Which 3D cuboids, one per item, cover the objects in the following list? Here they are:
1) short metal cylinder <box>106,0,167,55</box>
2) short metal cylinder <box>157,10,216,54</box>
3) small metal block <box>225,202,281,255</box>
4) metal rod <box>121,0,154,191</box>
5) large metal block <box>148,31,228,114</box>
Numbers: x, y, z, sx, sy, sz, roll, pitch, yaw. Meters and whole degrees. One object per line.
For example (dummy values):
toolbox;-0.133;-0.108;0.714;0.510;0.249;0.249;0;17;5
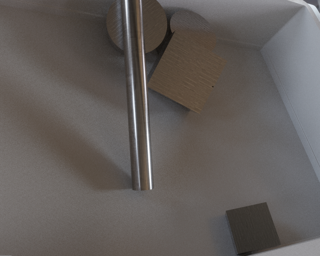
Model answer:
short metal cylinder;-0.034;-0.142;0.434;0.081;0.050;0.079;-1;98;-10
short metal cylinder;0.041;-0.138;0.492;0.081;0.050;0.080;10;65;-22
small metal block;0.111;0.123;0.377;0.050;0.025;0.050;-13;62;2
metal rod;-0.029;-0.079;0.363;0.025;0.025;0.298;-2;87;-30
large metal block;0.032;-0.075;0.429;0.080;0.050;0.080;27;92;-12
